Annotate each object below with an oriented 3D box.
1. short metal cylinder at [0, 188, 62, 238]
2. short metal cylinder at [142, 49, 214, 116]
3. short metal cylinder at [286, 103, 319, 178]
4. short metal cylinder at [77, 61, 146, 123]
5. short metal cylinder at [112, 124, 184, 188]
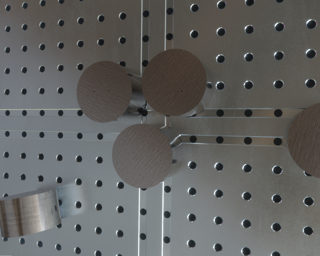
[{"bbox_3d":[-0.188,0.120,0.448,0.080,0.080,0.050,-11,87,19],"label":"short metal cylinder"},{"bbox_3d":[0.024,-0.054,0.390,0.080,0.050,0.079,0,90,19],"label":"short metal cylinder"},{"bbox_3d":[0.181,0.013,0.336,0.080,0.050,0.079,0,90,19],"label":"short metal cylinder"},{"bbox_3d":[-0.064,-0.047,0.421,0.080,0.050,0.079,0,90,19],"label":"short metal cylinder"},{"bbox_3d":[-0.015,0.034,0.404,0.080,0.050,0.079,0,90,19],"label":"short metal cylinder"}]
